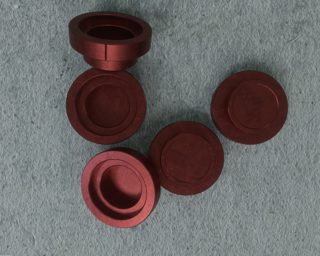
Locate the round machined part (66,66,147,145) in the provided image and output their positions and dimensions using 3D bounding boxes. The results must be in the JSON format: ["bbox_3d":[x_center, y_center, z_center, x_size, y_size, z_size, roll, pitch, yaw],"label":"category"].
[{"bbox_3d":[-0.066,-0.028,0.401,0.099,0.042,0.097,0,90,0],"label":"round machined part"}]

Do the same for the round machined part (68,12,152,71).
[{"bbox_3d":[-0.061,-0.105,0.383,0.099,0.098,0.042,9,129,0],"label":"round machined part"}]

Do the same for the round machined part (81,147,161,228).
[{"bbox_3d":[-0.046,0.071,0.391,0.098,0.042,0.097,3,99,17],"label":"round machined part"}]

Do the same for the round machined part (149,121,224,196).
[{"bbox_3d":[0.034,0.039,0.402,0.099,0.042,0.097,0,90,0],"label":"round machined part"}]

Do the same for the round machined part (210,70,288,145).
[{"bbox_3d":[0.118,-0.027,0.402,0.099,0.042,0.097,0,90,0],"label":"round machined part"}]
